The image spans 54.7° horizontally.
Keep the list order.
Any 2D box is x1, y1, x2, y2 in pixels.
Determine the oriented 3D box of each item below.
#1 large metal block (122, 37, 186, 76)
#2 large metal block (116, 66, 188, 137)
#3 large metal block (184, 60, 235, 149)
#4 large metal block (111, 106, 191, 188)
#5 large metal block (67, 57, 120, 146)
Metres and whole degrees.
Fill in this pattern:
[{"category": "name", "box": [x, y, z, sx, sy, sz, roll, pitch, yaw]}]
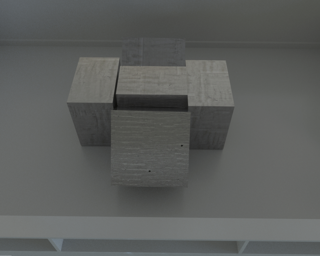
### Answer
[{"category": "large metal block", "box": [-0.007, -0.089, 0.435, 0.080, 0.080, 0.050, 1, 88, 1]}, {"category": "large metal block", "box": [-0.009, -0.031, 0.394, 0.080, 0.080, 0.050, 1, 50, 0]}, {"category": "large metal block", "box": [0.057, -0.029, 0.392, 0.050, 0.080, 0.080, 1, 50, 1]}, {"category": "large metal block", "box": [-0.010, 0.019, 0.343, 0.081, 0.079, 0.050, 1, 8, -1]}, {"category": "large metal block", "box": [-0.076, -0.033, 0.395, 0.050, 0.080, 0.080, 1, 50, 0]}]
